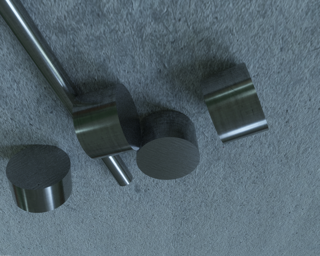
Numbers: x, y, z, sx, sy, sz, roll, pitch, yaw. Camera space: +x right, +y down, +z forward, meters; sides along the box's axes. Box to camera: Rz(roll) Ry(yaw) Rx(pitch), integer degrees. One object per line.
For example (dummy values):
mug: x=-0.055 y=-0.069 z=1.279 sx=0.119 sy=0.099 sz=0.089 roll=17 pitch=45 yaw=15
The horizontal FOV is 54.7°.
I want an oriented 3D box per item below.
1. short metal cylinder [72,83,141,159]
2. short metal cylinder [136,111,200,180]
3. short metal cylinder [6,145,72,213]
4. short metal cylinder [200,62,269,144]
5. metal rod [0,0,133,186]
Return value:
short metal cylinder: x=-0.059 y=-0.007 z=0.364 sx=0.050 sy=0.080 sz=0.080 roll=-14 pitch=129 yaw=11
short metal cylinder: x=0.010 y=0.024 z=0.409 sx=0.081 sy=0.050 sz=0.079 roll=-2 pitch=132 yaw=-2
short metal cylinder: x=-0.164 y=0.069 z=0.428 sx=0.081 sy=0.080 sz=0.050 roll=6 pitch=130 yaw=-5
short metal cylinder: x=0.084 y=-0.027 z=0.349 sx=0.050 sy=0.080 sz=0.080 roll=-20 pitch=128 yaw=16
metal rod: x=-0.104 y=-0.028 z=0.382 sx=0.025 sy=0.025 sz=0.299 roll=-16 pitch=129 yaw=13
